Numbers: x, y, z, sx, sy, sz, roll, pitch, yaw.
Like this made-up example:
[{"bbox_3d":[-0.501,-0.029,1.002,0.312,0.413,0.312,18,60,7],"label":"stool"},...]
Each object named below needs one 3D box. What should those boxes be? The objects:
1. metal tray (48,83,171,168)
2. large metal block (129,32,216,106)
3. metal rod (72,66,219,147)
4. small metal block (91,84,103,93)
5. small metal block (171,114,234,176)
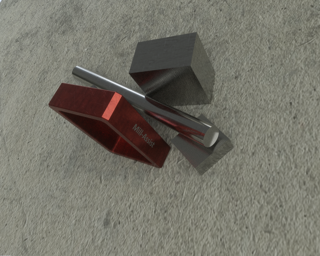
[{"bbox_3d":[-0.054,0.000,0.365,0.090,0.130,0.030,13,69,33],"label":"metal tray"},{"bbox_3d":[0.019,-0.071,0.401,0.080,0.080,0.050,-2,61,27],"label":"large metal block"},{"bbox_3d":[-0.043,-0.043,0.435,0.300,0.025,0.025,28,77,42],"label":"metal rod"},{"bbox_3d":[-0.082,-0.027,0.447,0.025,0.050,0.050,-39,51,2],"label":"small metal block"},{"bbox_3d":[0.050,0.019,0.367,0.050,0.025,0.050,-41,51,0],"label":"small metal block"}]
